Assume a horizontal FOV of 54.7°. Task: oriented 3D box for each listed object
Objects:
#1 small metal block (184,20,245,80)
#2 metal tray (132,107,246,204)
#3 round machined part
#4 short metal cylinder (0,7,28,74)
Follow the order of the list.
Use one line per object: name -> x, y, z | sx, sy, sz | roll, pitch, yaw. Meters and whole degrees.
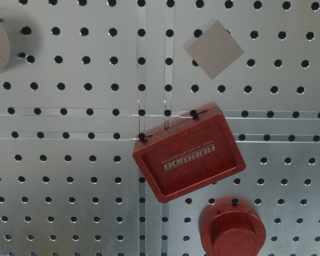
small metal block -> 0.065, -0.096, 0.379 | 0.050, 0.025, 0.050 | -41, 106, 13
metal tray -> 0.040, 0.039, 0.425 | 0.130, 0.030, 0.090 | -25, 109, 8
round machined part -> 0.111, 0.167, 0.468 | 0.099, 0.042, 0.097 | 0, 110, -1
short metal cylinder -> -0.204, -0.101, 0.360 | 0.081, 0.050, 0.079 | 0, 110, -1
